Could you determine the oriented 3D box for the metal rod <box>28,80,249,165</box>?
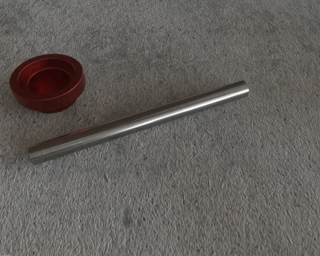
[{"bbox_3d":[-0.017,-0.012,0.413,0.302,0.025,0.025,-18,53,-15],"label":"metal rod"}]

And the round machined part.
[{"bbox_3d":[-0.155,-0.059,0.441,0.099,0.042,0.098,0,50,0],"label":"round machined part"}]
